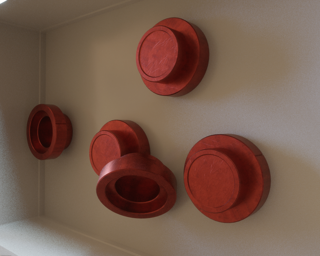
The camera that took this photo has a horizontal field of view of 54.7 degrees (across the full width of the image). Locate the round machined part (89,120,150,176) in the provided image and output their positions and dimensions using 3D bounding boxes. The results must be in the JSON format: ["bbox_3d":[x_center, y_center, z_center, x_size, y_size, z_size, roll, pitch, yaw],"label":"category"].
[{"bbox_3d":[-0.064,0.037,0.447,0.098,0.042,0.097,0,90,39],"label":"round machined part"}]

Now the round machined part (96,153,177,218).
[{"bbox_3d":[-0.027,0.069,0.393,0.098,0.098,0.042,-41,26,32],"label":"round machined part"}]

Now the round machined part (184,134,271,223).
[{"bbox_3d":[0.066,0.055,0.340,0.098,0.042,0.097,0,90,39],"label":"round machined part"}]

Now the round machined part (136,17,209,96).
[{"bbox_3d":[0.008,-0.089,0.387,0.098,0.042,0.097,0,90,39],"label":"round machined part"}]

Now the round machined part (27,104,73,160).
[{"bbox_3d":[-0.193,0.007,0.552,0.098,0.042,0.097,0,90,39],"label":"round machined part"}]
